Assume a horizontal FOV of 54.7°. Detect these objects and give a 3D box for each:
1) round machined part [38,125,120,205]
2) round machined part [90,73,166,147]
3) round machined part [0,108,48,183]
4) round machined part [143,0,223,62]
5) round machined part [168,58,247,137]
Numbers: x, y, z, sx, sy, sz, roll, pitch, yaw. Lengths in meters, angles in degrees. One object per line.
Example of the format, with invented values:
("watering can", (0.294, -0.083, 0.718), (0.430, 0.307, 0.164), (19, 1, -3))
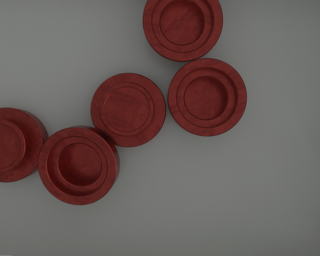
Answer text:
("round machined part", (-0.099, 0.045, 0.397), (0.099, 0.042, 0.097), (1, 97, 5))
("round machined part", (-0.041, -0.023, 0.402), (0.099, 0.042, 0.097), (0, 90, -1))
("round machined part", (-0.200, 0.022, 0.400), (0.099, 0.042, 0.097), (0, 90, -1))
("round machined part", (0.028, -0.134, 0.398), (0.099, 0.042, 0.097), (0, 100, -1))
("round machined part", (0.059, -0.038, 0.404), (0.099, 0.042, 0.097), (0, 90, -1))
